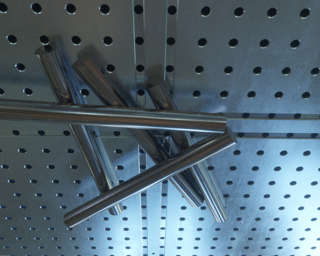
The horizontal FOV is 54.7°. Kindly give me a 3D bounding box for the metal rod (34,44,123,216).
[{"bbox_3d":[-0.099,0.026,0.432,0.025,0.025,0.298,-8,130,6],"label":"metal rod"}]

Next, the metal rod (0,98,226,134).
[{"bbox_3d":[-0.073,-0.015,0.365,0.302,0.025,0.025,4,130,-4],"label":"metal rod"}]

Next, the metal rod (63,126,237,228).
[{"bbox_3d":[-0.028,0.079,0.445,0.300,0.025,0.025,-31,124,23],"label":"metal rod"}]

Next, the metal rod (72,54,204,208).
[{"bbox_3d":[-0.013,0.023,0.430,0.025,0.025,0.300,-24,127,19],"label":"metal rod"}]

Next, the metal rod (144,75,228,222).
[{"bbox_3d":[0.050,0.050,0.454,0.025,0.025,0.299,-18,128,14],"label":"metal rod"}]
